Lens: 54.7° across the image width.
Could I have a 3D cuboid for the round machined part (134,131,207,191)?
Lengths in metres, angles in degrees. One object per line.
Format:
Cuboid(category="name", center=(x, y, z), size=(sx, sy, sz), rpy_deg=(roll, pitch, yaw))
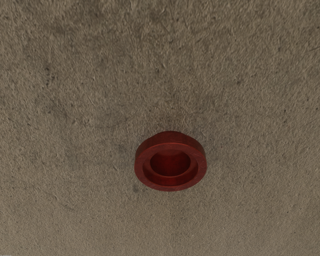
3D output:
Cuboid(category="round machined part", center=(0.014, 0.042, 0.434), size=(0.099, 0.042, 0.097), rpy_deg=(-1, 130, 0))
